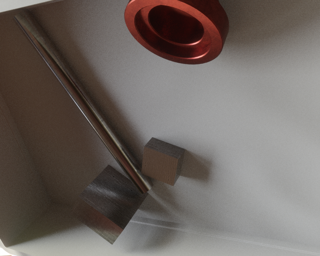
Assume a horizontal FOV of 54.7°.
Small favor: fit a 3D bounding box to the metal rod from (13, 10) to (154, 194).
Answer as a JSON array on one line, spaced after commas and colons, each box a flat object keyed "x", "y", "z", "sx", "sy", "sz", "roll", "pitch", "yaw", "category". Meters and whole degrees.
[{"x": -0.102, "y": -0.028, "z": 0.442, "sx": 0.025, "sy": 0.025, "sz": 0.299, "roll": -25, "pitch": 106, "yaw": 36, "category": "metal rod"}]

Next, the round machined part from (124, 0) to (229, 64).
[{"x": 0.019, "y": -0.107, "z": 0.300, "sx": 0.098, "sy": 0.042, "sz": 0.098, "roll": 19, "pitch": 163, "yaw": 6, "category": "round machined part"}]

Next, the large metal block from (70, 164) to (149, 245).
[{"x": -0.078, "y": 0.118, "z": 0.485, "sx": 0.080, "sy": 0.080, "sz": 0.050, "roll": 35, "pitch": 129, "yaw": 4, "category": "large metal block"}]

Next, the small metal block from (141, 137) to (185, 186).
[{"x": 0.004, "y": 0.047, "z": 0.435, "sx": 0.050, "sy": 0.025, "sz": 0.050, "roll": 19, "pitch": 126, "yaw": 16, "category": "small metal block"}]
